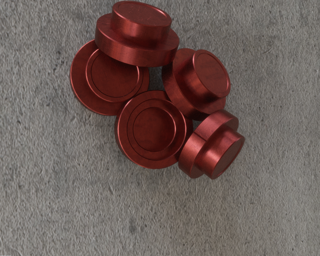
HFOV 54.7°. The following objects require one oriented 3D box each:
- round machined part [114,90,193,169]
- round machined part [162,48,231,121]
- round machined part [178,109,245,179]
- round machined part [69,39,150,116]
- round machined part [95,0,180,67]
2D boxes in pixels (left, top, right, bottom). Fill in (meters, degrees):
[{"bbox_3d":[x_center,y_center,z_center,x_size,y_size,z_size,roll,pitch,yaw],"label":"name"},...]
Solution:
[{"bbox_3d":[-0.010,0.002,0.398,0.099,0.042,0.097,0,90,-21],"label":"round machined part"},{"bbox_3d":[0.053,-0.061,0.399,0.099,0.042,0.098,21,55,-33],"label":"round machined part"},{"bbox_3d":[0.072,0.028,0.400,0.042,0.098,0.098,38,74,26],"label":"round machined part"},{"bbox_3d":[-0.059,-0.064,0.381,0.099,0.042,0.097,0,90,-21],"label":"round machined part"},{"bbox_3d":[-0.024,-0.115,0.362,0.099,0.098,0.042,1,132,-20],"label":"round machined part"}]
